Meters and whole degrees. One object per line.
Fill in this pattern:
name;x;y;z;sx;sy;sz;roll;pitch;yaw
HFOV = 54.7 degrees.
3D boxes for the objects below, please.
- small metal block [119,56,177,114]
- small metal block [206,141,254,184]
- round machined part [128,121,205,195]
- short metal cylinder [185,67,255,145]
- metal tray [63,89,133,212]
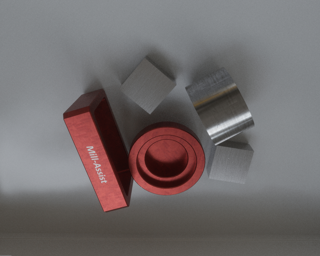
small metal block;-0.015;-0.054;0.389;0.050;0.025;0.050;39;106;-12
small metal block;0.096;0.046;0.428;0.050;0.025;0.050;9;109;-3
round machined part;0.008;0.037;0.413;0.099;0.042;0.097;0;110;-1
short metal cylinder;0.071;-0.026;0.372;0.050;0.080;0.080;-28;108;9
metal tray;-0.069;0.025;0.383;0.030;0.090;0.129;-16;109;6
